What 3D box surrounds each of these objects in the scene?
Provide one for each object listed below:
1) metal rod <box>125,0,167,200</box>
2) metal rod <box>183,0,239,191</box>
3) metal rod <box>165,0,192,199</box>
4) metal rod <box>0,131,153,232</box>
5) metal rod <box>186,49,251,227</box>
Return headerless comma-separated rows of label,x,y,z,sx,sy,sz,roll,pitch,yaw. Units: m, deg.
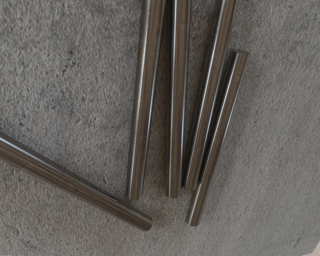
metal rod,-0.019,-0.035,0.374,0.025,0.025,0.298,-7,122,-25
metal rod,0.063,-0.038,0.416,0.025,0.025,0.298,-7,122,-25
metal rod,0.021,-0.027,0.401,0.025,0.025,0.298,-13,124,-21
metal rod,-0.107,0.073,0.392,0.025,0.025,0.300,-45,129,3
metal rod,0.081,0.031,0.469,0.025,0.025,0.298,-4,120,-27
